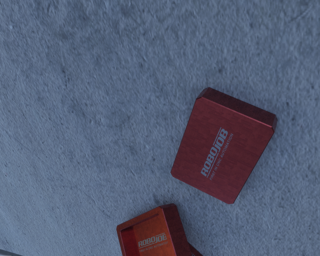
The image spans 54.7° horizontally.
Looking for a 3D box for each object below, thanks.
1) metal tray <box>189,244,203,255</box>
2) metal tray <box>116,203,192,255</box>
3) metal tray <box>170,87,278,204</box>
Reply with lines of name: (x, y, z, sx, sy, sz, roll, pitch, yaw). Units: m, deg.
metal tray: (0.035, 0.238, 0.530, 0.130, 0.030, 0.090, 43, 129, -2)
metal tray: (-0.014, 0.181, 0.487, 0.129, 0.030, 0.090, -36, 63, 41)
metal tray: (0.073, 0.025, 0.380, 0.090, 0.030, 0.129, 25, 127, 12)
